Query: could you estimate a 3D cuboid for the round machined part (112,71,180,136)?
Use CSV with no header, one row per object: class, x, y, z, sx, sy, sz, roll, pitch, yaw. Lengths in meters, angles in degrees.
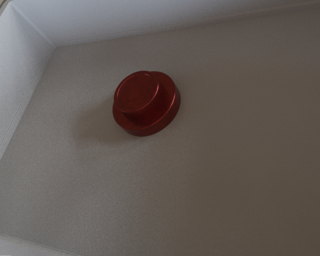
round machined part,-0.025,-0.041,0.431,0.098,0.042,0.098,-13,56,20
